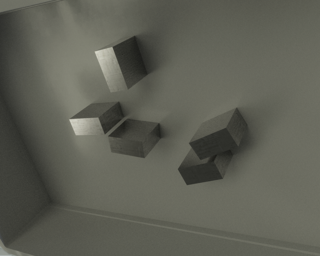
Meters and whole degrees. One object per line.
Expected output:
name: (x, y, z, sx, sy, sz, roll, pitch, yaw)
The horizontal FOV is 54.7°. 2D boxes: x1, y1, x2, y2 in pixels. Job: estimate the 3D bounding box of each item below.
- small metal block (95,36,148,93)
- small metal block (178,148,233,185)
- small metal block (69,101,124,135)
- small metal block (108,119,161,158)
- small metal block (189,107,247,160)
small metal block: (-0.044, -0.076, 0.367, 0.025, 0.050, 0.050, -5, 116, 30)
small metal block: (0.058, 0.043, 0.388, 0.050, 0.050, 0.025, -18, 109, 35)
small metal block: (-0.086, -0.014, 0.428, 0.050, 0.050, 0.025, -2, 118, 29)
small metal block: (-0.033, 0.013, 0.416, 0.050, 0.050, 0.025, 8, 122, 24)
small metal block: (0.068, 0.007, 0.360, 0.050, 0.050, 0.025, -26, 104, 37)
